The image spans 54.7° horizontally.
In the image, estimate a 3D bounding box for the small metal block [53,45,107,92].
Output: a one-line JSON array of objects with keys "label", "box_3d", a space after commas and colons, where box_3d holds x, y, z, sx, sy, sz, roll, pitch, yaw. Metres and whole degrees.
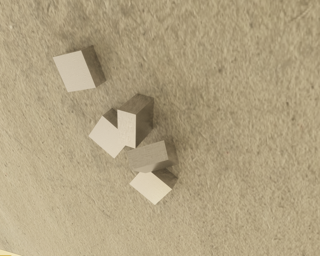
[{"label": "small metal block", "box_3d": [-0.107, -0.078, 0.413, 0.050, 0.025, 0.050, -4, 117, 29]}]

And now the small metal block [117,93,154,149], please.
[{"label": "small metal block", "box_3d": [-0.031, -0.010, 0.399, 0.025, 0.050, 0.050, 16, 125, 19]}]

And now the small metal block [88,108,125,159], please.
[{"label": "small metal block", "box_3d": [-0.067, 0.008, 0.446, 0.050, 0.025, 0.050, 41, 129, -1]}]

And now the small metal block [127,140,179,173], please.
[{"label": "small metal block", "box_3d": [-0.008, 0.039, 0.406, 0.050, 0.050, 0.025, -17, 72, 14]}]

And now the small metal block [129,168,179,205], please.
[{"label": "small metal block", "box_3d": [-0.009, 0.079, 0.459, 0.050, 0.025, 0.050, 40, 129, 0]}]
